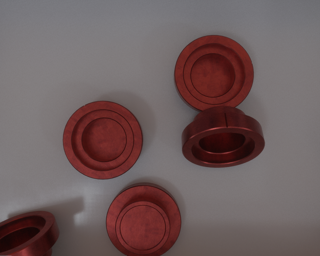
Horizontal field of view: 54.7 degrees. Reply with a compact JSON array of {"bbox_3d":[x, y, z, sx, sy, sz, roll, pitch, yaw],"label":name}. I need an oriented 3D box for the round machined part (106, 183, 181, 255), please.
[{"bbox_3d":[-0.021,0.123,0.403,0.099,0.042,0.097,0,90,-1],"label":"round machined part"}]

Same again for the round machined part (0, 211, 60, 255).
[{"bbox_3d":[-0.171,0.145,0.375,0.099,0.098,0.042,-13,104,-1],"label":"round machined part"}]

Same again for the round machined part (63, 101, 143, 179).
[{"bbox_3d":[-0.071,0.015,0.402,0.099,0.042,0.097,0,90,-1],"label":"round machined part"}]

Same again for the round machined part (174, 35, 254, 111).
[{"bbox_3d":[0.067,-0.067,0.403,0.099,0.042,0.097,0,89,0],"label":"round machined part"}]

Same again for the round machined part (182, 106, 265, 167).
[{"bbox_3d":[0.076,0.009,0.385,0.099,0.098,0.042,0,56,-1],"label":"round machined part"}]
